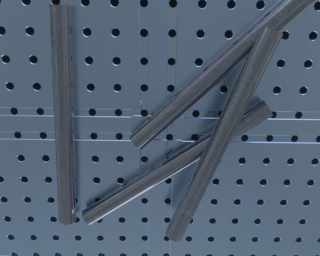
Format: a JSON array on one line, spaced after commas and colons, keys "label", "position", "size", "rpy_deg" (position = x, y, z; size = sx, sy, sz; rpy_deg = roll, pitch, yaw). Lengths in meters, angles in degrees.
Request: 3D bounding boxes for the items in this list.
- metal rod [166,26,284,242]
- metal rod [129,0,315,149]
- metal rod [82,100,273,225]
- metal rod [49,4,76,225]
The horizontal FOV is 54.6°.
[{"label": "metal rod", "position": [0.073, 0.022, 0.394], "size": [0.025, 0.025, 0.298], "rpy_deg": [20, 109, -7]}, {"label": "metal rod", "position": [0.078, -0.076, 0.385], "size": [0.300, 0.025, 0.025], "rpy_deg": [-41, 105, 13]}, {"label": "metal rod", "position": [0.016, 0.053, 0.432], "size": [0.300, 0.025, 0.025], "rpy_deg": [-33, 107, 11]}, {"label": "metal rod", "position": [-0.127, -0.003, 0.411], "size": [0.025, 0.025, 0.298], "rpy_deg": [4, 110, -2]}]
